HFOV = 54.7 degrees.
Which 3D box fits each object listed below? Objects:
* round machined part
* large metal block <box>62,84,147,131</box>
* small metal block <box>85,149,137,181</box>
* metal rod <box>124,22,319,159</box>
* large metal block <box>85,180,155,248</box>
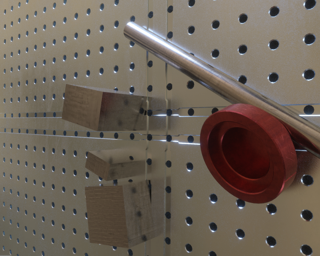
[{"bbox_3d":[0.090,0.021,0.308,0.098,0.042,0.097,32,135,39],"label":"round machined part"},{"bbox_3d":[-0.078,-0.029,0.438,0.080,0.081,0.050,16,100,39],"label":"large metal block"},{"bbox_3d":[-0.072,0.053,0.453,0.050,0.050,0.025,22,104,38],"label":"small metal block"},{"bbox_3d":[0.056,-0.061,0.362,0.300,0.025,0.025,39,114,33],"label":"metal rod"},{"bbox_3d":[-0.058,0.119,0.442,0.080,0.050,0.080,-11,83,39],"label":"large metal block"}]
